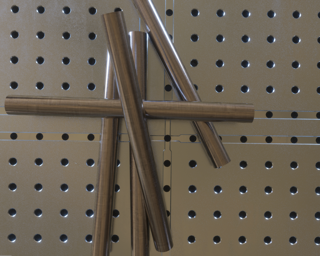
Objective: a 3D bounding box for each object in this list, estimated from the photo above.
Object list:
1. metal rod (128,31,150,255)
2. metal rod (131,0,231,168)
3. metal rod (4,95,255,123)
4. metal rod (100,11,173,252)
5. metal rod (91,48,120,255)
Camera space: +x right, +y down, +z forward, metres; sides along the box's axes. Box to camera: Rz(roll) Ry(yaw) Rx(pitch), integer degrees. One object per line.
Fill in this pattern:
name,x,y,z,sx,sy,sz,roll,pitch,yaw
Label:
metal rod,-0.028,0.024,0.413,0.025,0.025,0.298,-1,90,-1
metal rod,0.017,-0.086,0.413,0.025,0.025,0.299,-26,90,0
metal rod,-0.036,-0.024,0.386,0.302,0.025,0.025,2,90,-1
metal rod,-0.023,0.018,0.372,0.025,0.025,0.298,-12,107,0
metal rod,-0.068,0.024,0.412,0.025,0.025,0.298,4,90,-1
